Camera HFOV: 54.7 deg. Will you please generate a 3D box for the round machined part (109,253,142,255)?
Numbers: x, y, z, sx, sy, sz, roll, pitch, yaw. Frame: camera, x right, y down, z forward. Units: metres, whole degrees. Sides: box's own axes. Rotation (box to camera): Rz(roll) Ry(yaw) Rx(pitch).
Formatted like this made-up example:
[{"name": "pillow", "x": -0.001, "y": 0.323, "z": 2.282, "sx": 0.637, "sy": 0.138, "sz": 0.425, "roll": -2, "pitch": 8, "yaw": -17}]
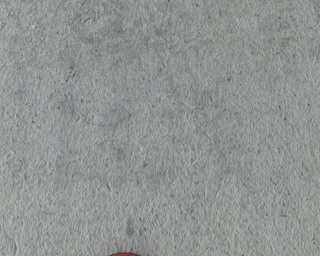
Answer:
[{"name": "round machined part", "x": -0.041, "y": 0.186, "z": 0.331, "sx": 0.099, "sy": 0.042, "sz": 0.098, "roll": 0, "pitch": 70, "yaw": 0}]
